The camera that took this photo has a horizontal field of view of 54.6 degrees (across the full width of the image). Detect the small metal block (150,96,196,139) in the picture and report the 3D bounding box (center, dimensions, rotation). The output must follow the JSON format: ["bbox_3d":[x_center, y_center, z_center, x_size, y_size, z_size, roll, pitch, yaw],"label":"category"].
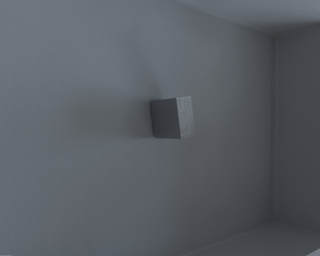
[{"bbox_3d":[0.016,-0.013,0.398,0.025,0.050,0.050,-11,97,-39],"label":"small metal block"}]
